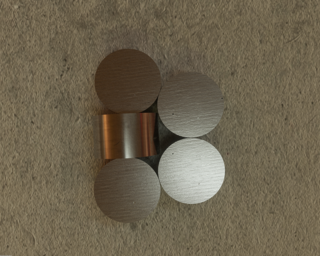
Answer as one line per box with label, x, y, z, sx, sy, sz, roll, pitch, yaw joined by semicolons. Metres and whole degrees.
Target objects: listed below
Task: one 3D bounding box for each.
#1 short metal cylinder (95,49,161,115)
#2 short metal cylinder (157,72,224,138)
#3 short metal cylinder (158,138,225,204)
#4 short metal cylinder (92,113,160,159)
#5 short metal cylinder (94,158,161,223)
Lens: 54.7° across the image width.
short metal cylinder;-0.038;-0.056;0.398;0.080;0.050;0.080;0;90;1
short metal cylinder;0.037;-0.029;0.398;0.081;0.050;0.080;0;91;0
short metal cylinder;0.038;0.051;0.398;0.080;0.050;0.080;0;91;1
short metal cylinder;-0.042;0.009;0.383;0.080;0.080;0.050;-3;90;0
short metal cylinder;-0.039;0.074;0.398;0.080;0.050;0.080;0;90;1
